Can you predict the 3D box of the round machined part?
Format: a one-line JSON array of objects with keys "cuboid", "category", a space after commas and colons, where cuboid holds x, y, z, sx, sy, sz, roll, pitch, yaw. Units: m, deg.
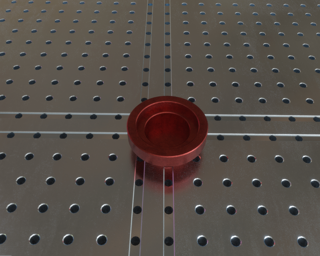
[{"cuboid": [0.009, 0.008, 0.390, 0.099, 0.042, 0.098, 0, 50, 0], "category": "round machined part"}]
